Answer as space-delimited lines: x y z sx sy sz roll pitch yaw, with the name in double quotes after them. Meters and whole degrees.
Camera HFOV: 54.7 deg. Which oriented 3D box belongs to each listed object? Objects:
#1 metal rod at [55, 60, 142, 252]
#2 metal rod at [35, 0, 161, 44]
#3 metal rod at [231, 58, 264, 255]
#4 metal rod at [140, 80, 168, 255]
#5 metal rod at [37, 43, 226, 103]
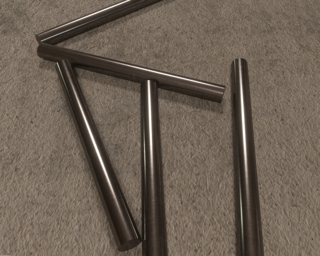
-0.090 0.010 0.393 0.025 0.025 0.300 -18 53 -15 "metal rod"
-0.089 -0.220 0.586 0.302 0.025 0.025 -32 58 -25 "metal rod"
0.106 0.013 0.393 0.025 0.025 0.300 6 50 4 "metal rod"
-0.009 0.054 0.357 0.025 0.025 0.300 -2 50 -2 "metal rod"
-0.051 -0.088 0.476 0.301 0.025 0.025 15 52 12 "metal rod"
